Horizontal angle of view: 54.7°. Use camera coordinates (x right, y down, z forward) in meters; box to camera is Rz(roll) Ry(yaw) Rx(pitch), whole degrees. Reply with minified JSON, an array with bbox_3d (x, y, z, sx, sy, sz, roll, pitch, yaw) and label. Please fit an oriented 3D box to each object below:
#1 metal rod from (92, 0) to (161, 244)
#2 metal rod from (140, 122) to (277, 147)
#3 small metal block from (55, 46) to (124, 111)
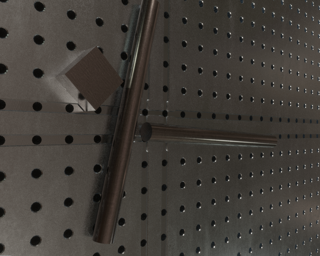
[{"bbox_3d":[-0.039,-0.015,0.378,0.025,0.025,0.299,18,79,-39],"label":"metal rod"},{"bbox_3d":[0.097,0.015,0.493,0.302,0.025,0.025,5,87,-40],"label":"metal rod"},{"bbox_3d":[-0.077,-0.054,0.346,0.050,0.025,0.050,-52,121,-27],"label":"small metal block"}]
